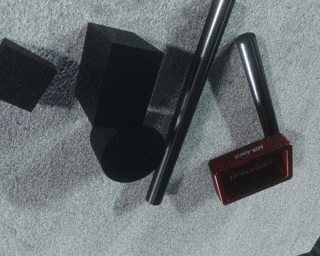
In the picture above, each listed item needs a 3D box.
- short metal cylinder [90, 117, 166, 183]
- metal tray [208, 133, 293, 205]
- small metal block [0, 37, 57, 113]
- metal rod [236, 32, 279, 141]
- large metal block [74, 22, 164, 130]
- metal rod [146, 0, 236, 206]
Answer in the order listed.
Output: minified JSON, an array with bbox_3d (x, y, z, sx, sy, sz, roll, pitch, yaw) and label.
[{"bbox_3d":[-0.040,0.020,0.383,0.081,0.050,0.079,-14,125,-21],"label":"short metal cylinder"},{"bbox_3d":[0.152,0.070,0.514,0.131,0.030,0.090,-22,129,-1],"label":"metal tray"},{"bbox_3d":[-0.138,-0.050,0.301,0.050,0.025,0.050,28,103,-38],"label":"small metal block"},{"bbox_3d":[0.171,-0.017,0.492,0.025,0.025,0.299,-36,130,-5],"label":"metal rod"},{"bbox_3d":[-0.046,-0.053,0.314,0.050,0.080,0.079,4,117,-31],"label":"large metal block"},{"bbox_3d":[0.033,-0.021,0.413,0.025,0.025,0.298,4,117,-31],"label":"metal rod"}]
